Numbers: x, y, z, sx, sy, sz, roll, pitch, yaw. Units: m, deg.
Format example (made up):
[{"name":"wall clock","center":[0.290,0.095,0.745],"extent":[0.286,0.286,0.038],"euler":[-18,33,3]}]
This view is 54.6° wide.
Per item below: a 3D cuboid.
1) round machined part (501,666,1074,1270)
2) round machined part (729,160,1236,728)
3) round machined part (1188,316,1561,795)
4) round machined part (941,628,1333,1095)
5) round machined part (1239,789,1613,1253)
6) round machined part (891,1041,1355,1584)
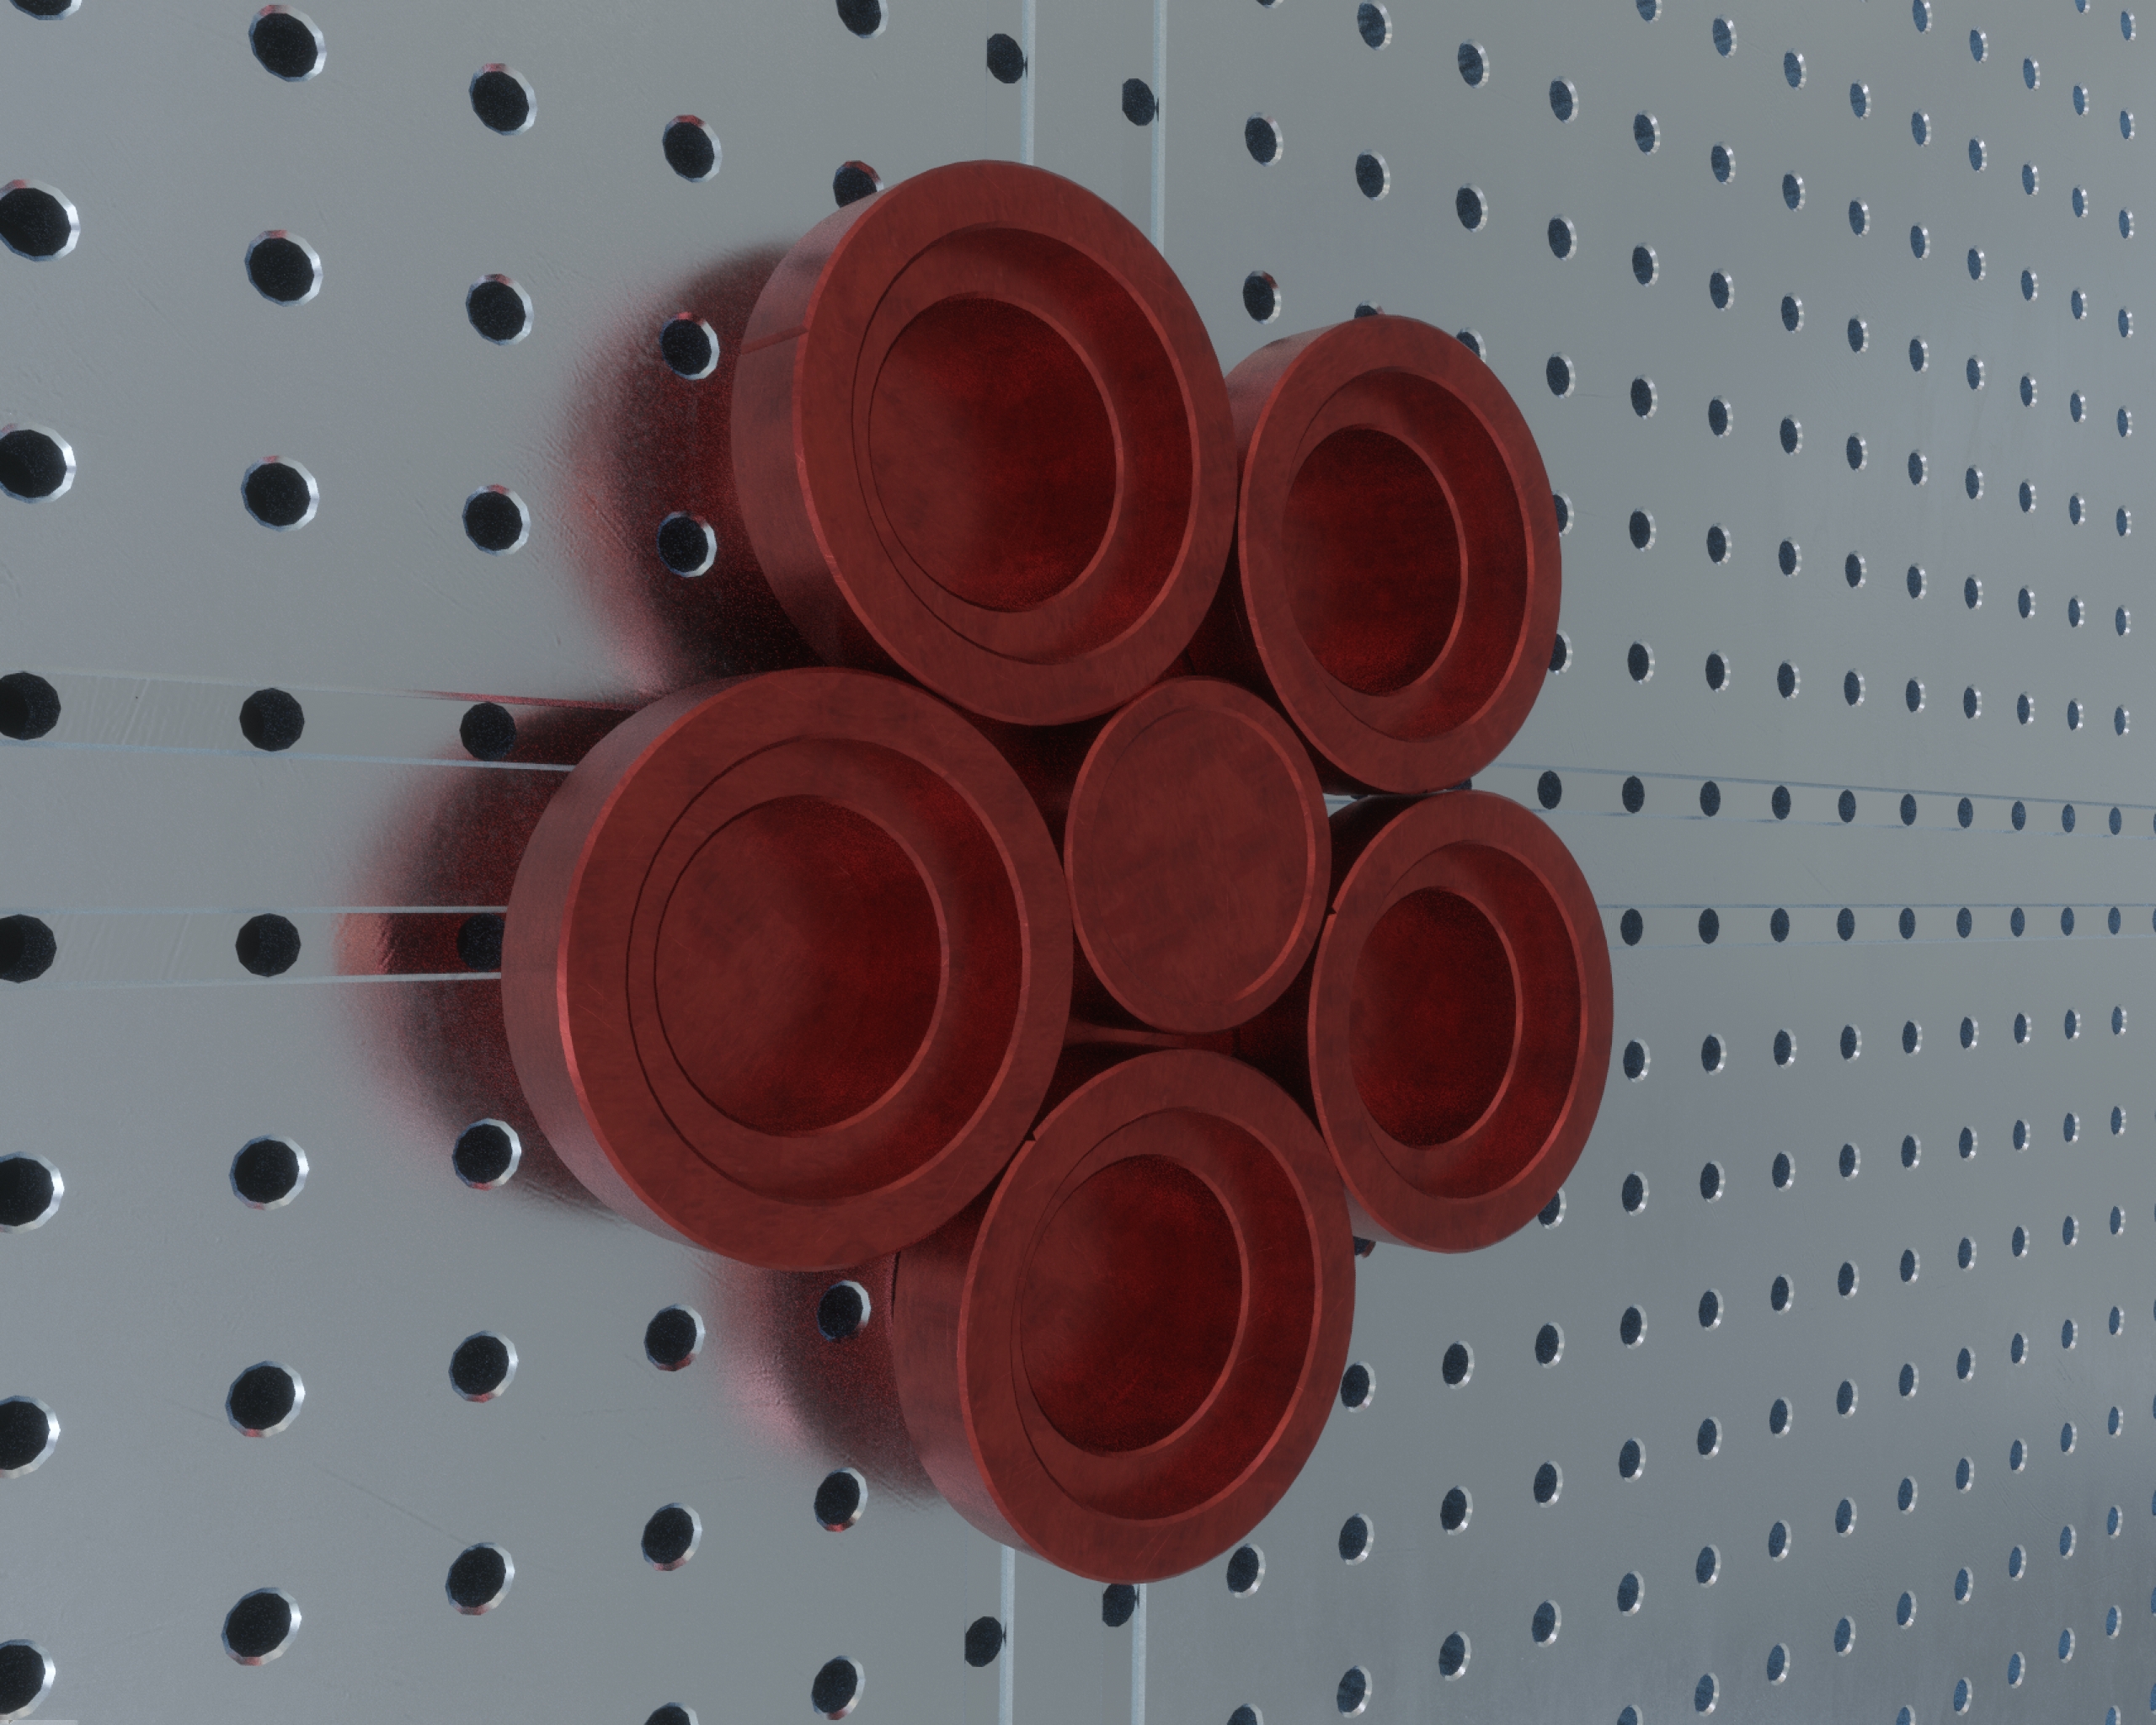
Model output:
[{"name":"round machined part","center":[-0.052,0.017,0.353],"extent":[0.099,0.042,0.097],"euler":[0,90,-40]},{"name":"round machined part","center":[-0.021,-0.073,0.379],"extent":[0.099,0.042,0.097],"euler":[0,90,-40]},{"name":"round machined part","center":[0.055,-0.063,0.442],"extent":[0.099,0.042,0.097],"euler":[0,90,-40]},{"name":"round machined part","center":[0.011,-0.001,0.406],"extent":[0.099,0.042,0.097],"euler":[0,90,-40]},{"name":"round machined part","center":[0.070,0.033,0.455],"extent":[0.099,0.042,0.097],"euler":[0,90,-40]},{"name":"round machined part","center":[0.004,0.083,0.400],"extent":[0.099,0.042,0.097],"euler":[0,90,-40]}]
